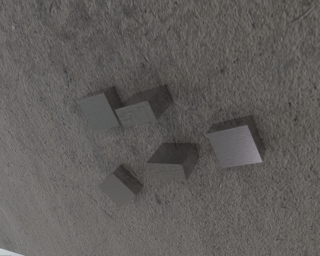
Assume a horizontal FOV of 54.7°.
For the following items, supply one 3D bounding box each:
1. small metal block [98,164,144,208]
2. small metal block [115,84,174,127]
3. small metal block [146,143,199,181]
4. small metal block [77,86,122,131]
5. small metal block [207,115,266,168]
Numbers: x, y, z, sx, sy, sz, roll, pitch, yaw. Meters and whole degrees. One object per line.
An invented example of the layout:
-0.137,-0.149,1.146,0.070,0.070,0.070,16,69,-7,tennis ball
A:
-0.063,0.094,0.498,0.050,0.025,0.050,45,129,-3,small metal block
-0.019,-0.028,0.384,0.050,0.050,0.025,-12,112,33,small metal block
0.018,0.043,0.408,0.050,0.050,0.025,-1,118,28,small metal block
-0.079,-0.026,0.432,0.050,0.025,0.050,-11,113,32,small metal block
0.091,0.017,0.369,0.050,0.025,0.050,-15,111,34,small metal block
